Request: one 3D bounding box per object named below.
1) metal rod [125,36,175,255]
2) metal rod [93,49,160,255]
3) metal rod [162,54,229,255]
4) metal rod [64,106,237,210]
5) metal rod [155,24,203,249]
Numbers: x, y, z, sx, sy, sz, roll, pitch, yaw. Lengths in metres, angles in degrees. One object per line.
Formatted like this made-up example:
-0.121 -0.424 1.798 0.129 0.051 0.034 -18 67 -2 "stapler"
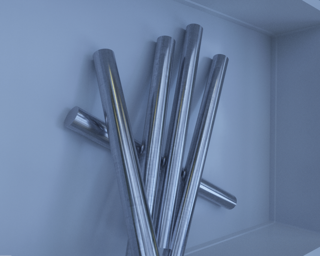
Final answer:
-0.010 0.024 0.365 0.025 0.025 0.299 23 66 -38 "metal rod"
-0.029 0.052 0.303 0.025 0.025 0.299 4 63 -40 "metal rod"
0.055 0.023 0.426 0.025 0.025 0.300 35 61 -35 "metal rod"
0.010 0.054 0.414 0.301 0.025 0.025 33 70 -35 "metal rod"
0.024 -0.004 0.401 0.025 0.025 0.299 25 67 -37 "metal rod"
